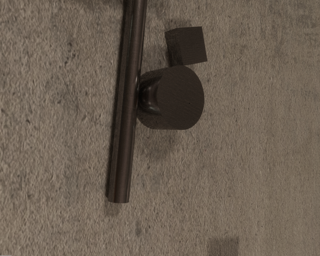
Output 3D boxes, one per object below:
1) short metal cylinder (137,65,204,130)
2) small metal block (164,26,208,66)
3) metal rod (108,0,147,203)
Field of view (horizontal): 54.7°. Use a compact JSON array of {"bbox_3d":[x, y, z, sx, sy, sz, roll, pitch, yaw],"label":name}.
[{"bbox_3d":[0.011,-0.037,0.400,0.081,0.050,0.079,0,90,-40],"label":"short metal cylinder"},{"bbox_3d":[0.038,-0.115,0.438,0.050,0.025,0.050,-19,102,-39],"label":"small metal block"},{"bbox_3d":[-0.036,-0.062,0.375,0.025,0.025,0.298,8,85,-40],"label":"metal rod"}]
